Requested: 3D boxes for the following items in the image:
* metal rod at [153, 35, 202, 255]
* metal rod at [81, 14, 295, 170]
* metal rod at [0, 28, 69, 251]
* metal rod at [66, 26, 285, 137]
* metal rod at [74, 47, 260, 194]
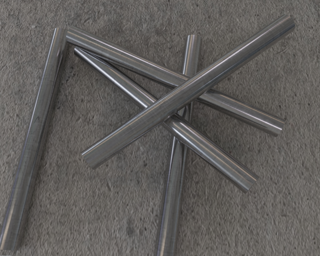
[{"bbox_3d":[0.027,0.009,0.404,0.025,0.025,0.299,8,70,3],"label":"metal rod"},{"bbox_3d":[0.041,-0.048,0.371,0.301,0.025,0.025,-35,74,-9],"label":"metal rod"},{"bbox_3d":[-0.160,0.000,0.406,0.025,0.025,0.299,6,70,2],"label":"metal rod"},{"bbox_3d":[0.014,-0.064,0.403,0.301,0.025,0.025,25,72,8],"label":"metal rod"},{"bbox_3d":[-0.006,-0.025,0.395,0.300,0.025,0.025,39,75,21],"label":"metal rod"}]
